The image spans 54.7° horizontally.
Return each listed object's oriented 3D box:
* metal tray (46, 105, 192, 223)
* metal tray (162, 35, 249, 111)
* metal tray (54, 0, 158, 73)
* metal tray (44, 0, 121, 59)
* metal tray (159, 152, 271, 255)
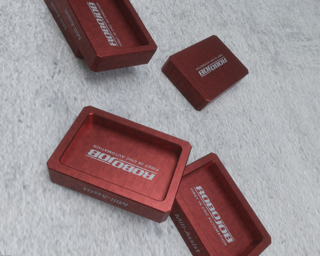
[{"bbox_3d":[-0.040,0.036,0.335,0.131,0.030,0.090,20,52,3],"label":"metal tray"},{"bbox_3d":[0.076,-0.093,0.501,0.090,0.030,0.131,50,51,6],"label":"metal tray"},{"bbox_3d":[-0.072,-0.139,0.408,0.091,0.030,0.130,-18,72,-35],"label":"metal tray"},{"bbox_3d":[-0.103,-0.165,0.446,0.091,0.030,0.130,-21,73,-36],"label":"metal tray"},{"bbox_3d":[0.064,0.104,0.373,0.091,0.030,0.130,-22,74,-36],"label":"metal tray"}]
